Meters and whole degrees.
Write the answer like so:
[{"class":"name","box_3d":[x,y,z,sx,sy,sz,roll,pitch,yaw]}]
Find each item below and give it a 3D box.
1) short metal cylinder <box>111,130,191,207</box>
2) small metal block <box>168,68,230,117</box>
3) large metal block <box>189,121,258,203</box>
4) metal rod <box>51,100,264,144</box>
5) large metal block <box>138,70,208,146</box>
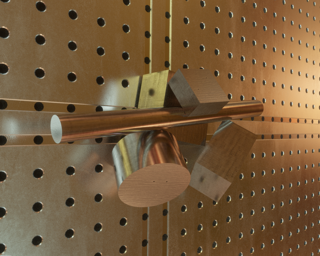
[{"class":"short metal cylinder","box_3d":[-0.011,0.046,0.352,0.080,0.080,0.050,25,32,-38]},{"class":"small metal block","box_3d":[0.045,-0.042,0.362,0.050,0.025,0.050,-8,60,-40]},{"class":"large metal block","box_3d":[0.085,0.046,0.432,0.080,0.050,0.080,-52,165,-27]},{"class":"metal rod","box_3d":[0.027,-0.014,0.362,0.302,0.025,0.025,-7,95,-39]},{"class":"large metal block","box_3d":[0.019,-0.022,0.404,0.081,0.050,0.080,14,81,-39]}]
